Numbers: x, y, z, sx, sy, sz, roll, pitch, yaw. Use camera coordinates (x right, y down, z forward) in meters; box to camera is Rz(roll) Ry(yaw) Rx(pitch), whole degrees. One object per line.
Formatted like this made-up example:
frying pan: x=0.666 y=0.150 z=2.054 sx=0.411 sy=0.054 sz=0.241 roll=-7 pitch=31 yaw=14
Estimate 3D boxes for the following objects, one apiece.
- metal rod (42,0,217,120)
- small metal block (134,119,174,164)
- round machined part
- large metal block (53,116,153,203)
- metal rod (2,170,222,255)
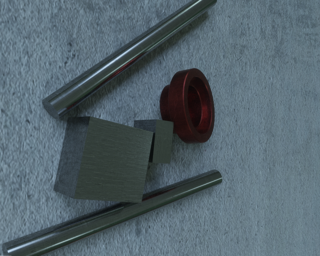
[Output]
metal rod: x=-0.017 y=-0.107 z=0.391 sx=0.301 sy=0.025 sz=0.025 roll=-44 pitch=117 yaw=-31
small metal block: x=-0.011 y=0.016 z=0.380 sx=0.025 sy=0.050 sz=0.050 roll=8 pitch=85 yaw=-35
round machined part: x=0.035 y=-0.028 z=0.412 sx=0.098 sy=0.042 sz=0.097 roll=16 pitch=71 yaw=-57
large metal block: x=-0.060 y=0.035 z=0.340 sx=0.081 sy=0.050 sz=0.080 roll=15 pitch=80 yaw=-39
metal rod: x=-0.028 y=0.098 z=0.383 sx=0.302 sy=0.025 sz=0.025 roll=-11 pitch=97 yaw=-40
